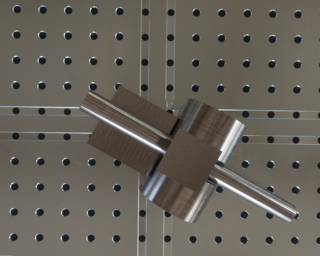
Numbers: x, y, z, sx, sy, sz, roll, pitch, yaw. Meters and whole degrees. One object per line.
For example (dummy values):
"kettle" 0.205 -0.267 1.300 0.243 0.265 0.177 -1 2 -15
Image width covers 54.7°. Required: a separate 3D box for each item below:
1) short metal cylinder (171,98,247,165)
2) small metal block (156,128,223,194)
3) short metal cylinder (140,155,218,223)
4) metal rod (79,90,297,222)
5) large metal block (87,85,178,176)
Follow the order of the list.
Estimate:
"short metal cylinder" 0.059 0.004 0.383 0.080 0.080 0.050 28 90 0
"small metal block" 0.031 0.035 0.331 0.050 0.025 0.050 29 90 8
"short metal cylinder" 0.023 0.072 0.382 0.080 0.080 0.050 30 90 0
"metal rod" 0.046 0.041 0.371 0.301 0.025 0.025 30 90 -16
"large metal block" -0.033 0.003 0.395 0.080 0.050 0.080 29 90 0
